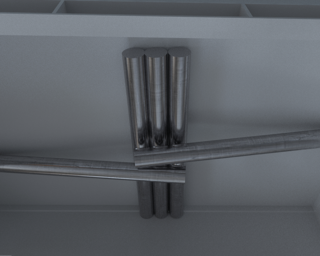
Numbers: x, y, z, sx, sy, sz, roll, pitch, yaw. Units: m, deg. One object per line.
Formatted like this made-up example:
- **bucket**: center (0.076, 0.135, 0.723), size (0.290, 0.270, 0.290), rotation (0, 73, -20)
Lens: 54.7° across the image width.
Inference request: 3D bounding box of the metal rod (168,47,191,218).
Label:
- **metal rod**: center (0.025, 0.030, 0.434), size (0.025, 0.025, 0.298), rotation (-1, 130, 0)

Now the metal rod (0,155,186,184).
- **metal rod**: center (-0.116, 0.056, 0.432), size (0.302, 0.025, 0.025), rotation (3, 130, 5)

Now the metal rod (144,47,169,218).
- **metal rod**: center (-0.001, 0.031, 0.434), size (0.025, 0.025, 0.298), rotation (-1, 130, 0)

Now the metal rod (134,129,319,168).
- **metal rod**: center (0.117, 0.024, 0.407), size (0.302, 0.025, 0.025), rotation (-6, 130, -4)

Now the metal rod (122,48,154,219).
- **metal rod**: center (-0.026, 0.031, 0.434), size (0.025, 0.025, 0.298), rotation (-1, 130, 0)
